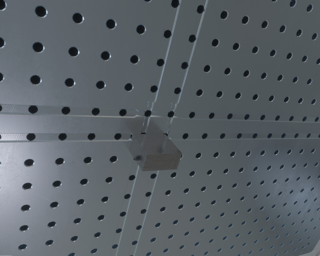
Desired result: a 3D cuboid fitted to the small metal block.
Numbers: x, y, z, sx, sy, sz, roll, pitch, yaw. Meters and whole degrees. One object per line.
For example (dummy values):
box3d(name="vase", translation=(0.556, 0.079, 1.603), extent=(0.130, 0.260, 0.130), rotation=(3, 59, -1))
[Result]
box3d(name="small metal block", translation=(-0.007, 0.031, 0.410), extent=(0.050, 0.050, 0.025), rotation=(1, 118, -29))
